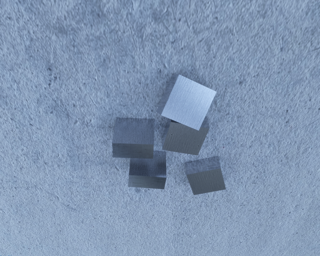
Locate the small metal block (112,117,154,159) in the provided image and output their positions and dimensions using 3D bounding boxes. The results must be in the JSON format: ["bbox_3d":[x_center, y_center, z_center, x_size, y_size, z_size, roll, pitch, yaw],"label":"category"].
[{"bbox_3d":[-0.033,0.012,0.401,0.050,0.050,0.025,2,130,-2],"label":"small metal block"}]

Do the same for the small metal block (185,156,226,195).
[{"bbox_3d":[0.069,0.073,0.470,0.050,0.025,0.050,-13,129,10],"label":"small metal block"}]

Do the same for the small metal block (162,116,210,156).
[{"bbox_3d":[0.033,0.007,0.413,0.050,0.025,0.050,10,130,-9],"label":"small metal block"}]

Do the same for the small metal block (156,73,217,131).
[{"bbox_3d":[0.031,-0.031,0.367,0.050,0.025,0.050,22,96,-18],"label":"small metal block"}]

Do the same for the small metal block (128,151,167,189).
[{"bbox_3d":[-0.018,0.058,0.440,0.050,0.050,0.025,5,130,-5],"label":"small metal block"}]
